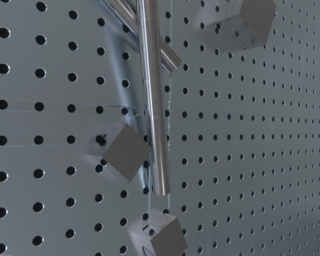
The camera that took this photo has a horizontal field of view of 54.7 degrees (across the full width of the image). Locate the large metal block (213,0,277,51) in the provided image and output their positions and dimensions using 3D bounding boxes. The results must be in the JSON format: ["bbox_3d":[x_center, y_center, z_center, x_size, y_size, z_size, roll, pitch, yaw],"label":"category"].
[{"bbox_3d":[0.142,-0.188,0.511,0.080,0.050,0.080,31,71,-36],"label":"large metal block"}]

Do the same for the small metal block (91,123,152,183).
[{"bbox_3d":[-0.045,0.029,0.372,0.050,0.025,0.050,48,61,-29],"label":"small metal block"}]

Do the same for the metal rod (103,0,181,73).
[{"bbox_3d":[-0.074,-0.173,0.346,0.300,0.025,0.025,44,64,-31],"label":"metal rod"}]

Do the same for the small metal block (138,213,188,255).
[{"bbox_3d":[0.005,0.151,0.414,0.050,0.025,0.050,-30,109,-36],"label":"small metal block"}]

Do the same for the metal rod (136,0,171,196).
[{"bbox_3d":[-0.009,-0.061,0.378,0.025,0.025,0.298,-15,107,-39],"label":"metal rod"}]
